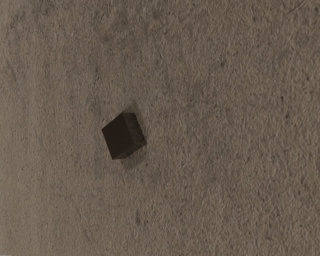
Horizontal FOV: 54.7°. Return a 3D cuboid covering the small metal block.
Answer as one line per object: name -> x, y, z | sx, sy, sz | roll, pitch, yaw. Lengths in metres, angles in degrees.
small metal block -> -0.052, 0.012, 0.446 | 0.050, 0.025, 0.050 | -35, 69, 34
